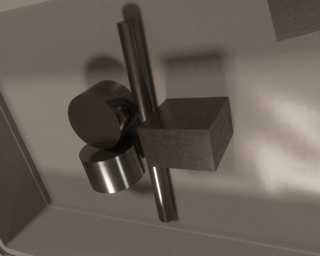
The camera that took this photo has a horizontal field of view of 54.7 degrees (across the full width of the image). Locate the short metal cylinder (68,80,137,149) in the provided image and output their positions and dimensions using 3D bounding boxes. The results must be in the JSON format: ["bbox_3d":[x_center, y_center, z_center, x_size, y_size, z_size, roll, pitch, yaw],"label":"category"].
[{"bbox_3d":[-0.075,-0.018,0.419,0.080,0.050,0.079,13,124,20],"label":"short metal cylinder"}]

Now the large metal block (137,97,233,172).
[{"bbox_3d":[0.033,0.004,0.357,0.080,0.080,0.050,1,119,27],"label":"large metal block"}]

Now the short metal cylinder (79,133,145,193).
[{"bbox_3d":[-0.066,0.046,0.435,0.080,0.080,0.050,-1,118,28],"label":"short metal cylinder"}]

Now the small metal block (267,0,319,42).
[{"bbox_3d":[0.126,-0.110,0.274,0.050,0.025,0.050,-9,114,32],"label":"small metal block"}]

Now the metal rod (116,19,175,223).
[{"bbox_3d":[-0.013,0.009,0.419,0.025,0.025,0.298,4,120,26],"label":"metal rod"}]
